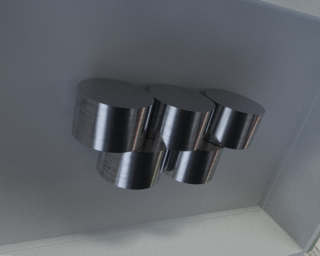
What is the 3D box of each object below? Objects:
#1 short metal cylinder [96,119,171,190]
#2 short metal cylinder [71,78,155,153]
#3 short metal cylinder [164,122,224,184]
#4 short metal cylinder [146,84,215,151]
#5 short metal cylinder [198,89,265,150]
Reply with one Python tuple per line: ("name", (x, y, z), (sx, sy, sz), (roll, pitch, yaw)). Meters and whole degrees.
("short metal cylinder", (-0.032, 0.029, 0.371), (0.081, 0.080, 0.050), (1, 118, -29))
("short metal cylinder", (-0.051, -0.016, 0.333), (0.081, 0.080, 0.050), (1, 118, -29))
("short metal cylinder", (0.040, 0.030, 0.411), (0.081, 0.080, 0.050), (1, 118, -29))
("short metal cylinder", (0.020, -0.014, 0.373), (0.081, 0.080, 0.050), (1, 118, -29))
("short metal cylinder", (0.091, -0.013, 0.412), (0.081, 0.080, 0.050), (2, 118, -29))
